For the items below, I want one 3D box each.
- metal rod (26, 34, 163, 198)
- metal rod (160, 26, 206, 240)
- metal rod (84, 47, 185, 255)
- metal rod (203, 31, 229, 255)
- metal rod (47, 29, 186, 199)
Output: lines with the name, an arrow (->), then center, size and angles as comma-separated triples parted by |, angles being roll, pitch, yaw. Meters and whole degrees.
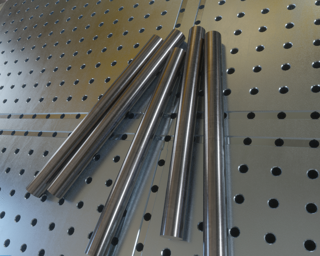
metal rod -> -0.092, -0.023, 0.471 | 0.025, 0.025, 0.300 | 31, 79, 38
metal rod -> 0.034, -0.014, 0.400 | 0.025, 0.025, 0.300 | -5, 59, 26
metal rod -> -0.023, 0.018, 0.411 | 0.025, 0.025, 0.300 | 8, 66, 32
metal rod -> 0.065, -0.002, 0.376 | 0.025, 0.025, 0.300 | -9, 57, 23
metal rod -> -0.059, -0.027, 0.457 | 0.025, 0.025, 0.300 | 29, 77, 37
